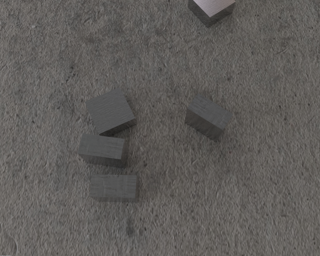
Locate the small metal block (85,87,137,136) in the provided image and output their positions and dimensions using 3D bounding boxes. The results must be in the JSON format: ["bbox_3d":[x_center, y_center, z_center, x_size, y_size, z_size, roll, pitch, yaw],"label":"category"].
[{"bbox_3d":[-0.065,-0.019,0.415,0.050,0.025,0.050,-25,72,-9],"label":"small metal block"}]

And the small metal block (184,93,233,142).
[{"bbox_3d":[0.061,-0.012,0.400,0.050,0.050,0.025,33,74,11],"label":"small metal block"}]

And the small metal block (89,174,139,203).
[{"bbox_3d":[-0.052,0.073,0.368,0.050,0.050,0.025,2,70,0],"label":"small metal block"}]

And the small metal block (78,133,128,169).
[{"bbox_3d":[-0.068,0.029,0.383,0.050,0.050,0.025,7,70,3],"label":"small metal block"}]

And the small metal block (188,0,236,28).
[{"bbox_3d":[0.079,-0.191,0.478,0.050,0.025,0.050,-35,74,-12],"label":"small metal block"}]
